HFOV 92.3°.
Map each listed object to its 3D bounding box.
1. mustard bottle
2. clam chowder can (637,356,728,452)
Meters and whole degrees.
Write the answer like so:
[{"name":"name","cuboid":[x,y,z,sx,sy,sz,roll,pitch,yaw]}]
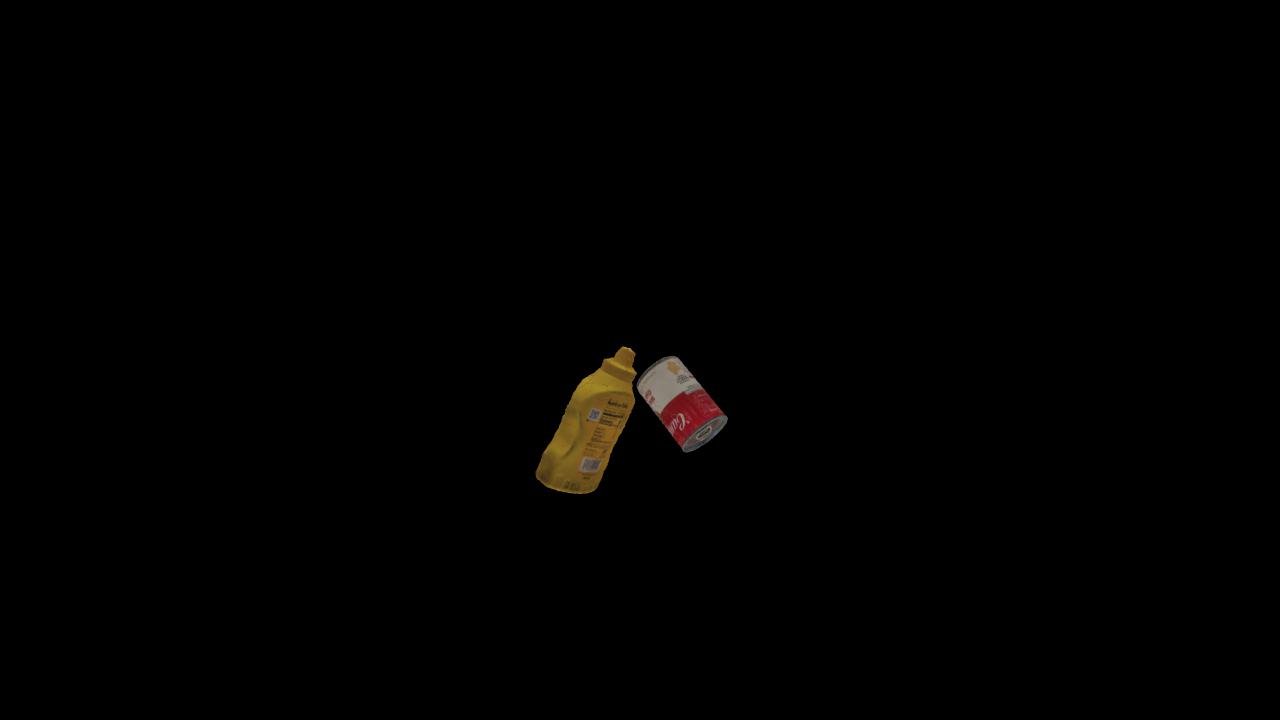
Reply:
[{"name":"mustard bottle","cuboid":[-0.051,0.068,0.735,0.092,0.184,0.054,18,10,-44]},{"name":"clam chowder can","cuboid":[0.050,0.053,0.754,0.068,0.102,0.068,-30,-25,-16]}]
